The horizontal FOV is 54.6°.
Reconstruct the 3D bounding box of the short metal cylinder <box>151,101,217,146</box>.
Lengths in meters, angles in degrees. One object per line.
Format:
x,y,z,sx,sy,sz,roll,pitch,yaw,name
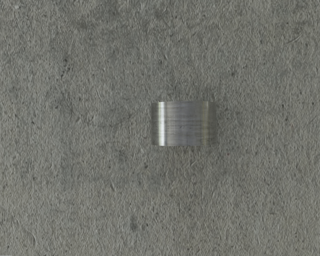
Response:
0.029,-0.005,0.383,0.080,0.080,0.050,-1,90,0,short metal cylinder
